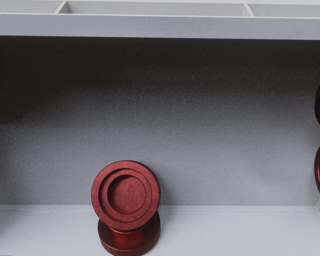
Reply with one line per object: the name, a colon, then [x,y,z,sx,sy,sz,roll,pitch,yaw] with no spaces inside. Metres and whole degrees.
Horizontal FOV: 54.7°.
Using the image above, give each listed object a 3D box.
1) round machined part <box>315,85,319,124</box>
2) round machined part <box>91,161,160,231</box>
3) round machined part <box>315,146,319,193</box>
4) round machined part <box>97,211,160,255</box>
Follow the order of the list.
round machined part: [0.234,-0.033,0.357,0.098,0.042,0.097,15,131,18]
round machined part: [-0.047,0.096,0.457,0.099,0.097,0.042,0,175,5]
round machined part: [0.254,0.061,0.415,0.042,0.098,0.097,-1,130,-3]
round machined part: [-0.049,0.148,0.487,0.099,0.098,0.042,-2,127,1]
